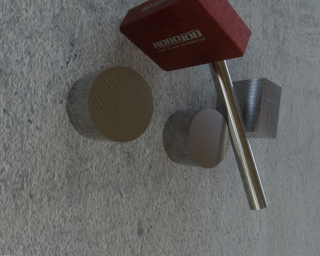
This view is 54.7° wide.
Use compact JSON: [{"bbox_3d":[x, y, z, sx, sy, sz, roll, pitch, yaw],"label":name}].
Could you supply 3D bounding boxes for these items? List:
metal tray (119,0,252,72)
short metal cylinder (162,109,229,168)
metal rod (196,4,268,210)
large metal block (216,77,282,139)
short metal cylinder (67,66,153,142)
[{"bbox_3d":[0.025,-0.111,0.357,0.090,0.130,0.030,36,68,-34],"label":"metal tray"},{"bbox_3d":[0.050,0.014,0.431,0.081,0.050,0.079,0,91,-40],"label":"short metal cylinder"},{"bbox_3d":[0.099,-0.033,0.444,0.025,0.025,0.298,-11,84,-40],"label":"metal rod"},{"bbox_3d":[0.135,-0.028,0.482,0.050,0.080,0.080,16,80,-39],"label":"large metal block"},{"bbox_3d":[-0.054,-0.025,0.343,0.081,0.050,0.079,0,90,-40],"label":"short metal cylinder"}]
